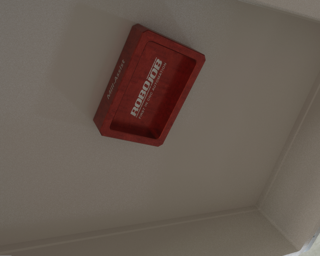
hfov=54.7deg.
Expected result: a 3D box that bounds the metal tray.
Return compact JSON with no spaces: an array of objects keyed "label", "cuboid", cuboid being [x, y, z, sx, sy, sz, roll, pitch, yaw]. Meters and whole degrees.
[{"label":"metal tray","cuboid":[-0.013,-0.045,0.371,0.091,0.030,0.129,14,111,-35]}]
